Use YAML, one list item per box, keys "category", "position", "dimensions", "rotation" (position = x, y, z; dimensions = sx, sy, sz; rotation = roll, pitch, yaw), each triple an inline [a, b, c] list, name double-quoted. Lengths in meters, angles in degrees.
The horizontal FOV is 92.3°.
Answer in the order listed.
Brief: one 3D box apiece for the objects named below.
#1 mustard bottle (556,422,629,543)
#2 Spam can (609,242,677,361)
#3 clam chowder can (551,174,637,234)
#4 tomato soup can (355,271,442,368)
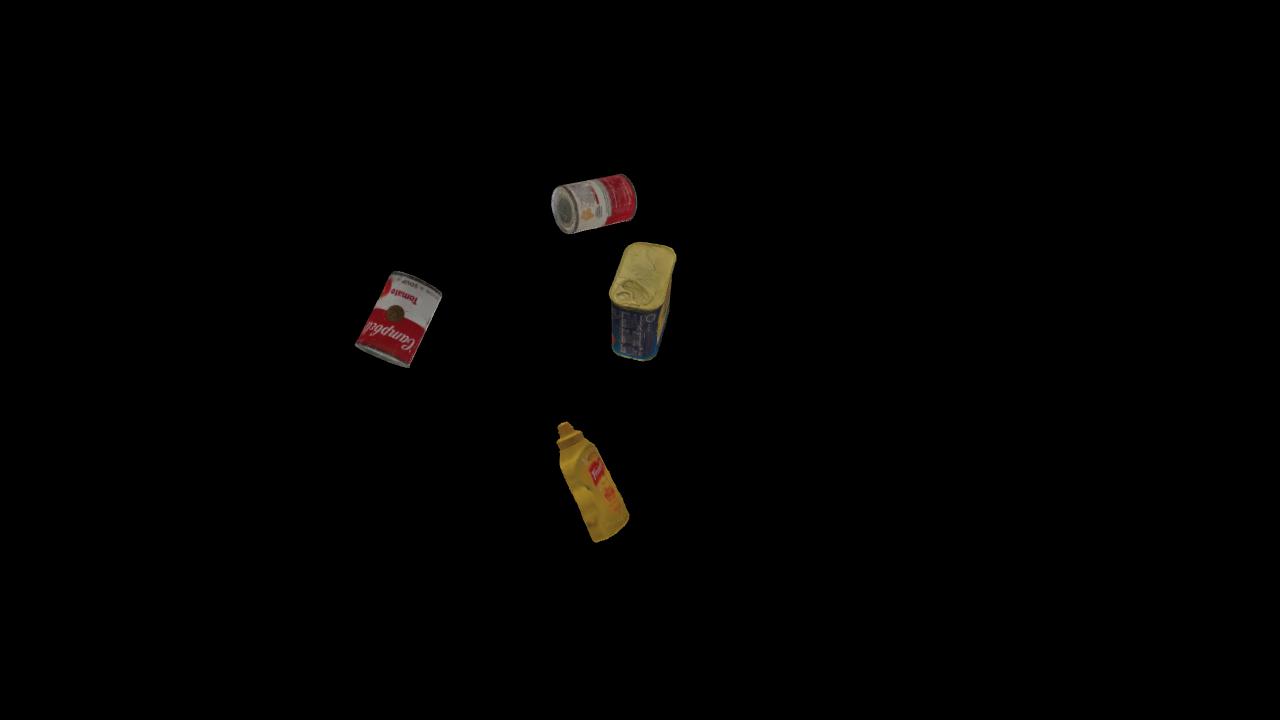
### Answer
- category: "mustard bottle"
  position: [-0.081, 0.180, 0.949]
  dimensions: [0.054, 0.184, 0.092]
  rotation: [-24, 1, 29]
- category: "Spam can"
  position: [0.003, -0.063, 0.669]
  dimensions: [0.058, 0.101, 0.085]
  rotation: [11, -39, 8]
- category: "clam chowder can"
  position: [-0.064, -0.218, 0.859]
  dimensions: [0.102, 0.068, 0.068]
  rotation: [-21, 11, -32]
- category: "tomato soup can"
  position: [-0.293, -0.049, 0.753]
  dimensions: [0.068, 0.101, 0.068]
  rotation: [19, -15, 5]
